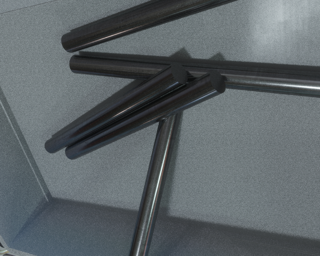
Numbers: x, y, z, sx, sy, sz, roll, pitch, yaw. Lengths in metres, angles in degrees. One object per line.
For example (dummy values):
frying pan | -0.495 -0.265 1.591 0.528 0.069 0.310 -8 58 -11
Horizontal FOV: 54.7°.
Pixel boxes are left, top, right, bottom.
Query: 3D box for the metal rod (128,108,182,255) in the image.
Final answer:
metal rod | -0.017 0.118 0.401 0.025 0.025 0.298 15 96 20

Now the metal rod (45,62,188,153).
metal rod | -0.081 -0.013 0.425 0.299 0.025 0.025 -24 106 42

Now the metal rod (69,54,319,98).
metal rod | 0.024 -0.063 0.356 0.301 0.025 0.025 9 123 23

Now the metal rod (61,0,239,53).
metal rod | 0.010 -0.125 0.326 0.300 0.025 0.025 -7 115 31

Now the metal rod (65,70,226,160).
metal rod | -0.044 -0.003 0.409 0.299 0.025 0.025 -23 106 43
